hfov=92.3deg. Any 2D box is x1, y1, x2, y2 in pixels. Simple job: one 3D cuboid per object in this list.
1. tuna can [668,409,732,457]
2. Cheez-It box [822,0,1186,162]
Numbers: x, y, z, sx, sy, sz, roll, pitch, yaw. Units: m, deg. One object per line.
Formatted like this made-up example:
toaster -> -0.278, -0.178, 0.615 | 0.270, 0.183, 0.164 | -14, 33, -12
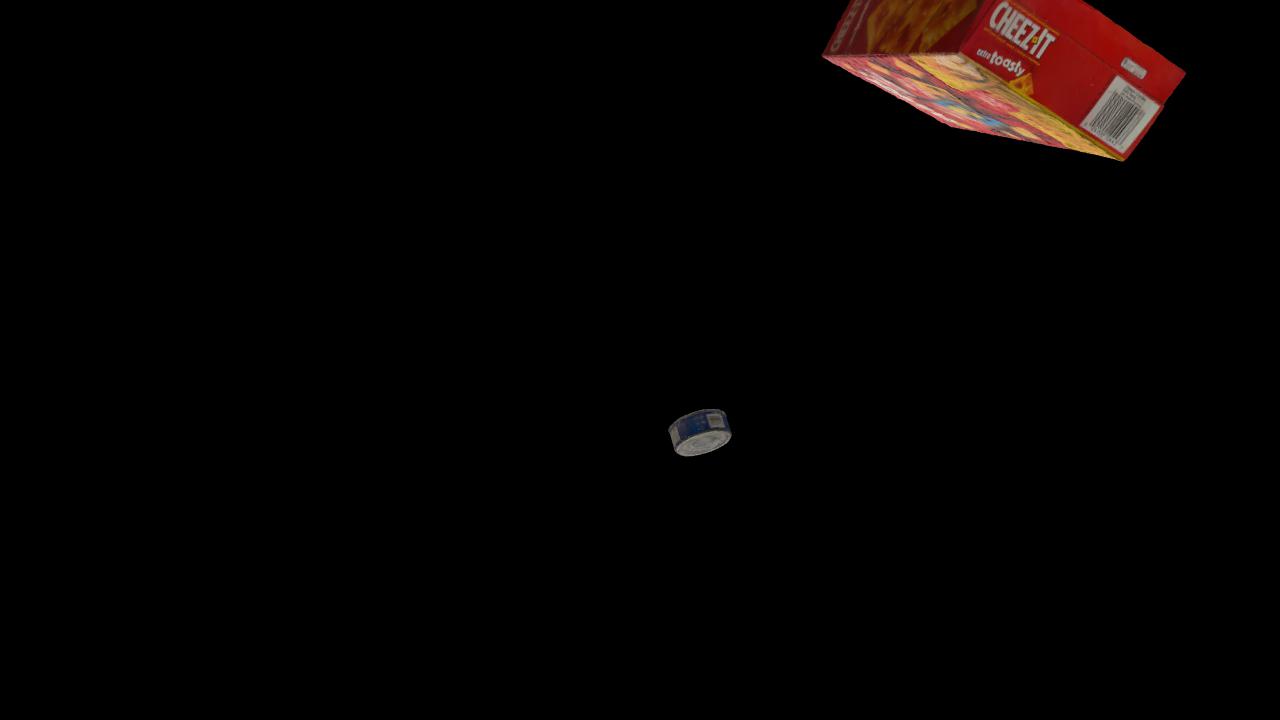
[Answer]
tuna can -> 0.084, 0.102, 0.855 | 0.084, 0.034, 0.084 | -12, -29, -7
Cheez-It box -> 0.271, -0.240, 0.498 | 0.166, 0.071, 0.223 | 20, 21, -16
